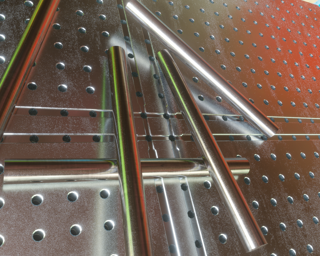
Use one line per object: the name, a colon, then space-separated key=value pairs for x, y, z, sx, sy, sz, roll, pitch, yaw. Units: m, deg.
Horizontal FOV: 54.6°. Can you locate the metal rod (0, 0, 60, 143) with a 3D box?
metal rod: x=-0.165 y=-0.065 z=0.358 sx=0.025 sy=0.025 sz=0.300 roll=18 pitch=55 yaw=-18

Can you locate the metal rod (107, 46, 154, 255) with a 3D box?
metal rod: x=-0.038 y=0.012 z=0.351 sx=0.025 sy=0.025 sz=0.300 roll=8 pitch=50 yaw=-24

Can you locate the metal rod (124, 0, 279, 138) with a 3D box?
metal rod: x=0.068 y=-0.090 z=0.483 sx=0.300 sy=0.025 sz=0.025 roll=40 pitch=51 yaw=-7

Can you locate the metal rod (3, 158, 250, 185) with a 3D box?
metal rod: x=-0.017 y=0.048 z=0.369 sx=0.302 sy=0.025 sz=0.025 roll=3 pitch=61 yaw=-27

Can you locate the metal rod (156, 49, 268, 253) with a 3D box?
metal rod: x=0.054 y=0.008 z=0.405 sx=0.025 sy=0.025 sz=0.299 roll=-3 pitch=55 yaw=-30
